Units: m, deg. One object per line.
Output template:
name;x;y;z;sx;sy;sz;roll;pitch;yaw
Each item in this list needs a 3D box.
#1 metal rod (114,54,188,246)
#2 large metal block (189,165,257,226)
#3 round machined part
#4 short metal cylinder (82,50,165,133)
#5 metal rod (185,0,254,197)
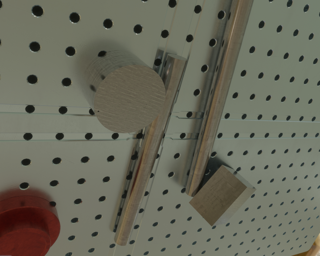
metal rod;-0.020;0.045;0.430;0.025;0.025;0.298;3;117;-30
large metal block;0.105;0.111;0.506;0.080;0.050;0.080;-51;152;7
round machined part;-0.176;0.137;0.390;0.099;0.042;0.097;-14;125;-21
short metal cylinder;-0.041;-0.041;0.348;0.081;0.050;0.079;-14;125;-21
metal rod;0.077;-0.025;0.439;0.025;0.025;0.298;-5;121;-27
